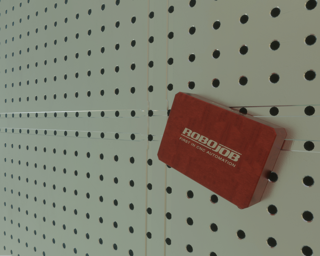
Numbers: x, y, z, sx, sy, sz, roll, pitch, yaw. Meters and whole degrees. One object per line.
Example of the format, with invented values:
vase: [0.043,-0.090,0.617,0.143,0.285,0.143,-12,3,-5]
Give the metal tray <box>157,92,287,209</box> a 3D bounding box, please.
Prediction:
metal tray: [0.063,0.020,0.355,0.130,0.030,0.089,27,107,37]
